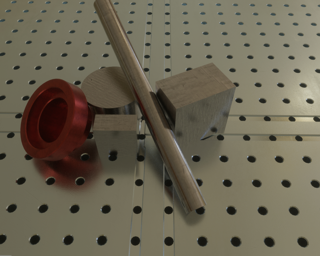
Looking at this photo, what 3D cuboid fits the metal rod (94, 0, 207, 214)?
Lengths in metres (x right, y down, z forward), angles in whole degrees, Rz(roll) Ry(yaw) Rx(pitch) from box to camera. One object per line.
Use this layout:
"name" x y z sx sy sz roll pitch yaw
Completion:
"metal rod" -0.020 -0.042 0.381 0.025 0.025 0.299 -20 72 -16

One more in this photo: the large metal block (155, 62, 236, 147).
"large metal block" 0.042 -0.026 0.395 0.081 0.080 0.050 -22 54 -18

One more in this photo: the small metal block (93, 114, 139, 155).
"small metal block" -0.052 0.009 0.383 0.050 0.050 0.025 0 50 0

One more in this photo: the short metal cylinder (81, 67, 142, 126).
"short metal cylinder" -0.063 -0.039 0.423 0.081 0.050 0.080 0 50 0

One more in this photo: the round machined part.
"round machined part" -0.123 -0.007 0.380 0.098 0.042 0.098 -10 71 32
